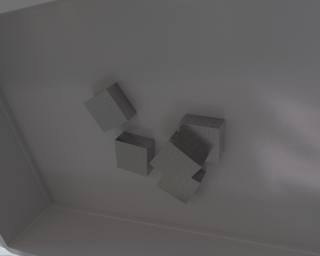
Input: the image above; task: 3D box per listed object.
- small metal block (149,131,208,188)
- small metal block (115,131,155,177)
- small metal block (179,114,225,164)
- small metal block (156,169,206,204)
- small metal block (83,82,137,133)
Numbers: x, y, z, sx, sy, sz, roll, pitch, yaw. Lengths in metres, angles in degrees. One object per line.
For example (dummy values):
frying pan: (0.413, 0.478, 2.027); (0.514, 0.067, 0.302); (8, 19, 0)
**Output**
small metal block: (0.023, 0.040, 0.389); (0.050, 0.025, 0.050); (39, 129, 2)
small metal block: (-0.036, 0.038, 0.451); (0.050, 0.025, 0.050); (14, 124, 20)
small metal block: (0.053, 0.013, 0.389); (0.050, 0.025, 0.050); (9, 123, 23)
small metal block: (0.029, 0.072, 0.438); (0.050, 0.025, 0.050); (31, 129, 8)
small metal block: (-0.069, -0.028, 0.428); (0.050, 0.025, 0.050); (-23, 106, 36)
